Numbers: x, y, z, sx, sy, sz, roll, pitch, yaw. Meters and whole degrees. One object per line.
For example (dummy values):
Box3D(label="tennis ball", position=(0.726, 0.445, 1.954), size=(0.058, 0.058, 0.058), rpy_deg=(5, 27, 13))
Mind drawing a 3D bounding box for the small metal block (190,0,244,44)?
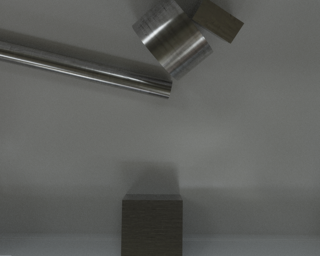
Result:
Box3D(label="small metal block", position=(0.062, -0.123, 0.354), size=(0.050, 0.050, 0.025), rpy_deg=(29, 107, -11))

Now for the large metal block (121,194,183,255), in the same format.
Box3D(label="large metal block", position=(-0.011, 0.137, 0.433), size=(0.081, 0.050, 0.080), rpy_deg=(1, 86, -1))

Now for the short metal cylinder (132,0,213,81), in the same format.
Box3D(label="short metal cylinder", position=(0.015, -0.100, 0.346), size=(0.050, 0.080, 0.080), rpy_deg=(-39, 106, 13))

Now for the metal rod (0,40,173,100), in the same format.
Box3D(label="metal rod", position=(-0.134, -0.080, 0.379), size=(0.302, 0.025, 0.025), rpy_deg=(12, 110, -5))
